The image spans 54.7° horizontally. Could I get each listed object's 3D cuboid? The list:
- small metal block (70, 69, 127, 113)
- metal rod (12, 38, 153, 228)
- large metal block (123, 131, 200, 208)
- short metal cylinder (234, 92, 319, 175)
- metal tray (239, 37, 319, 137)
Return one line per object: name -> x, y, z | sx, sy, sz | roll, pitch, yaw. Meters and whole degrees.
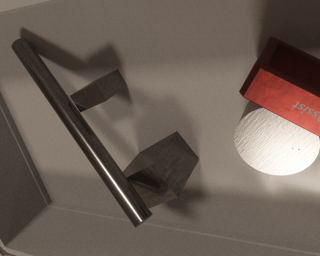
small metal block -> -0.079, -0.049, 0.402 | 0.050, 0.050, 0.025 | -18, 109, 35
metal rod -> -0.108, -0.005, 0.398 | 0.300, 0.025, 0.025 | 51, 131, 16
large metal block -> -0.005, 0.059, 0.411 | 0.080, 0.080, 0.050 | -32, 101, 38
short metal cylinder -> 0.125, 0.003, 0.328 | 0.080, 0.050, 0.079 | 13, 124, 20
metal tray -> 0.144, -0.028, 0.273 | 0.130, 0.090, 0.030 | 29, 128, 9
